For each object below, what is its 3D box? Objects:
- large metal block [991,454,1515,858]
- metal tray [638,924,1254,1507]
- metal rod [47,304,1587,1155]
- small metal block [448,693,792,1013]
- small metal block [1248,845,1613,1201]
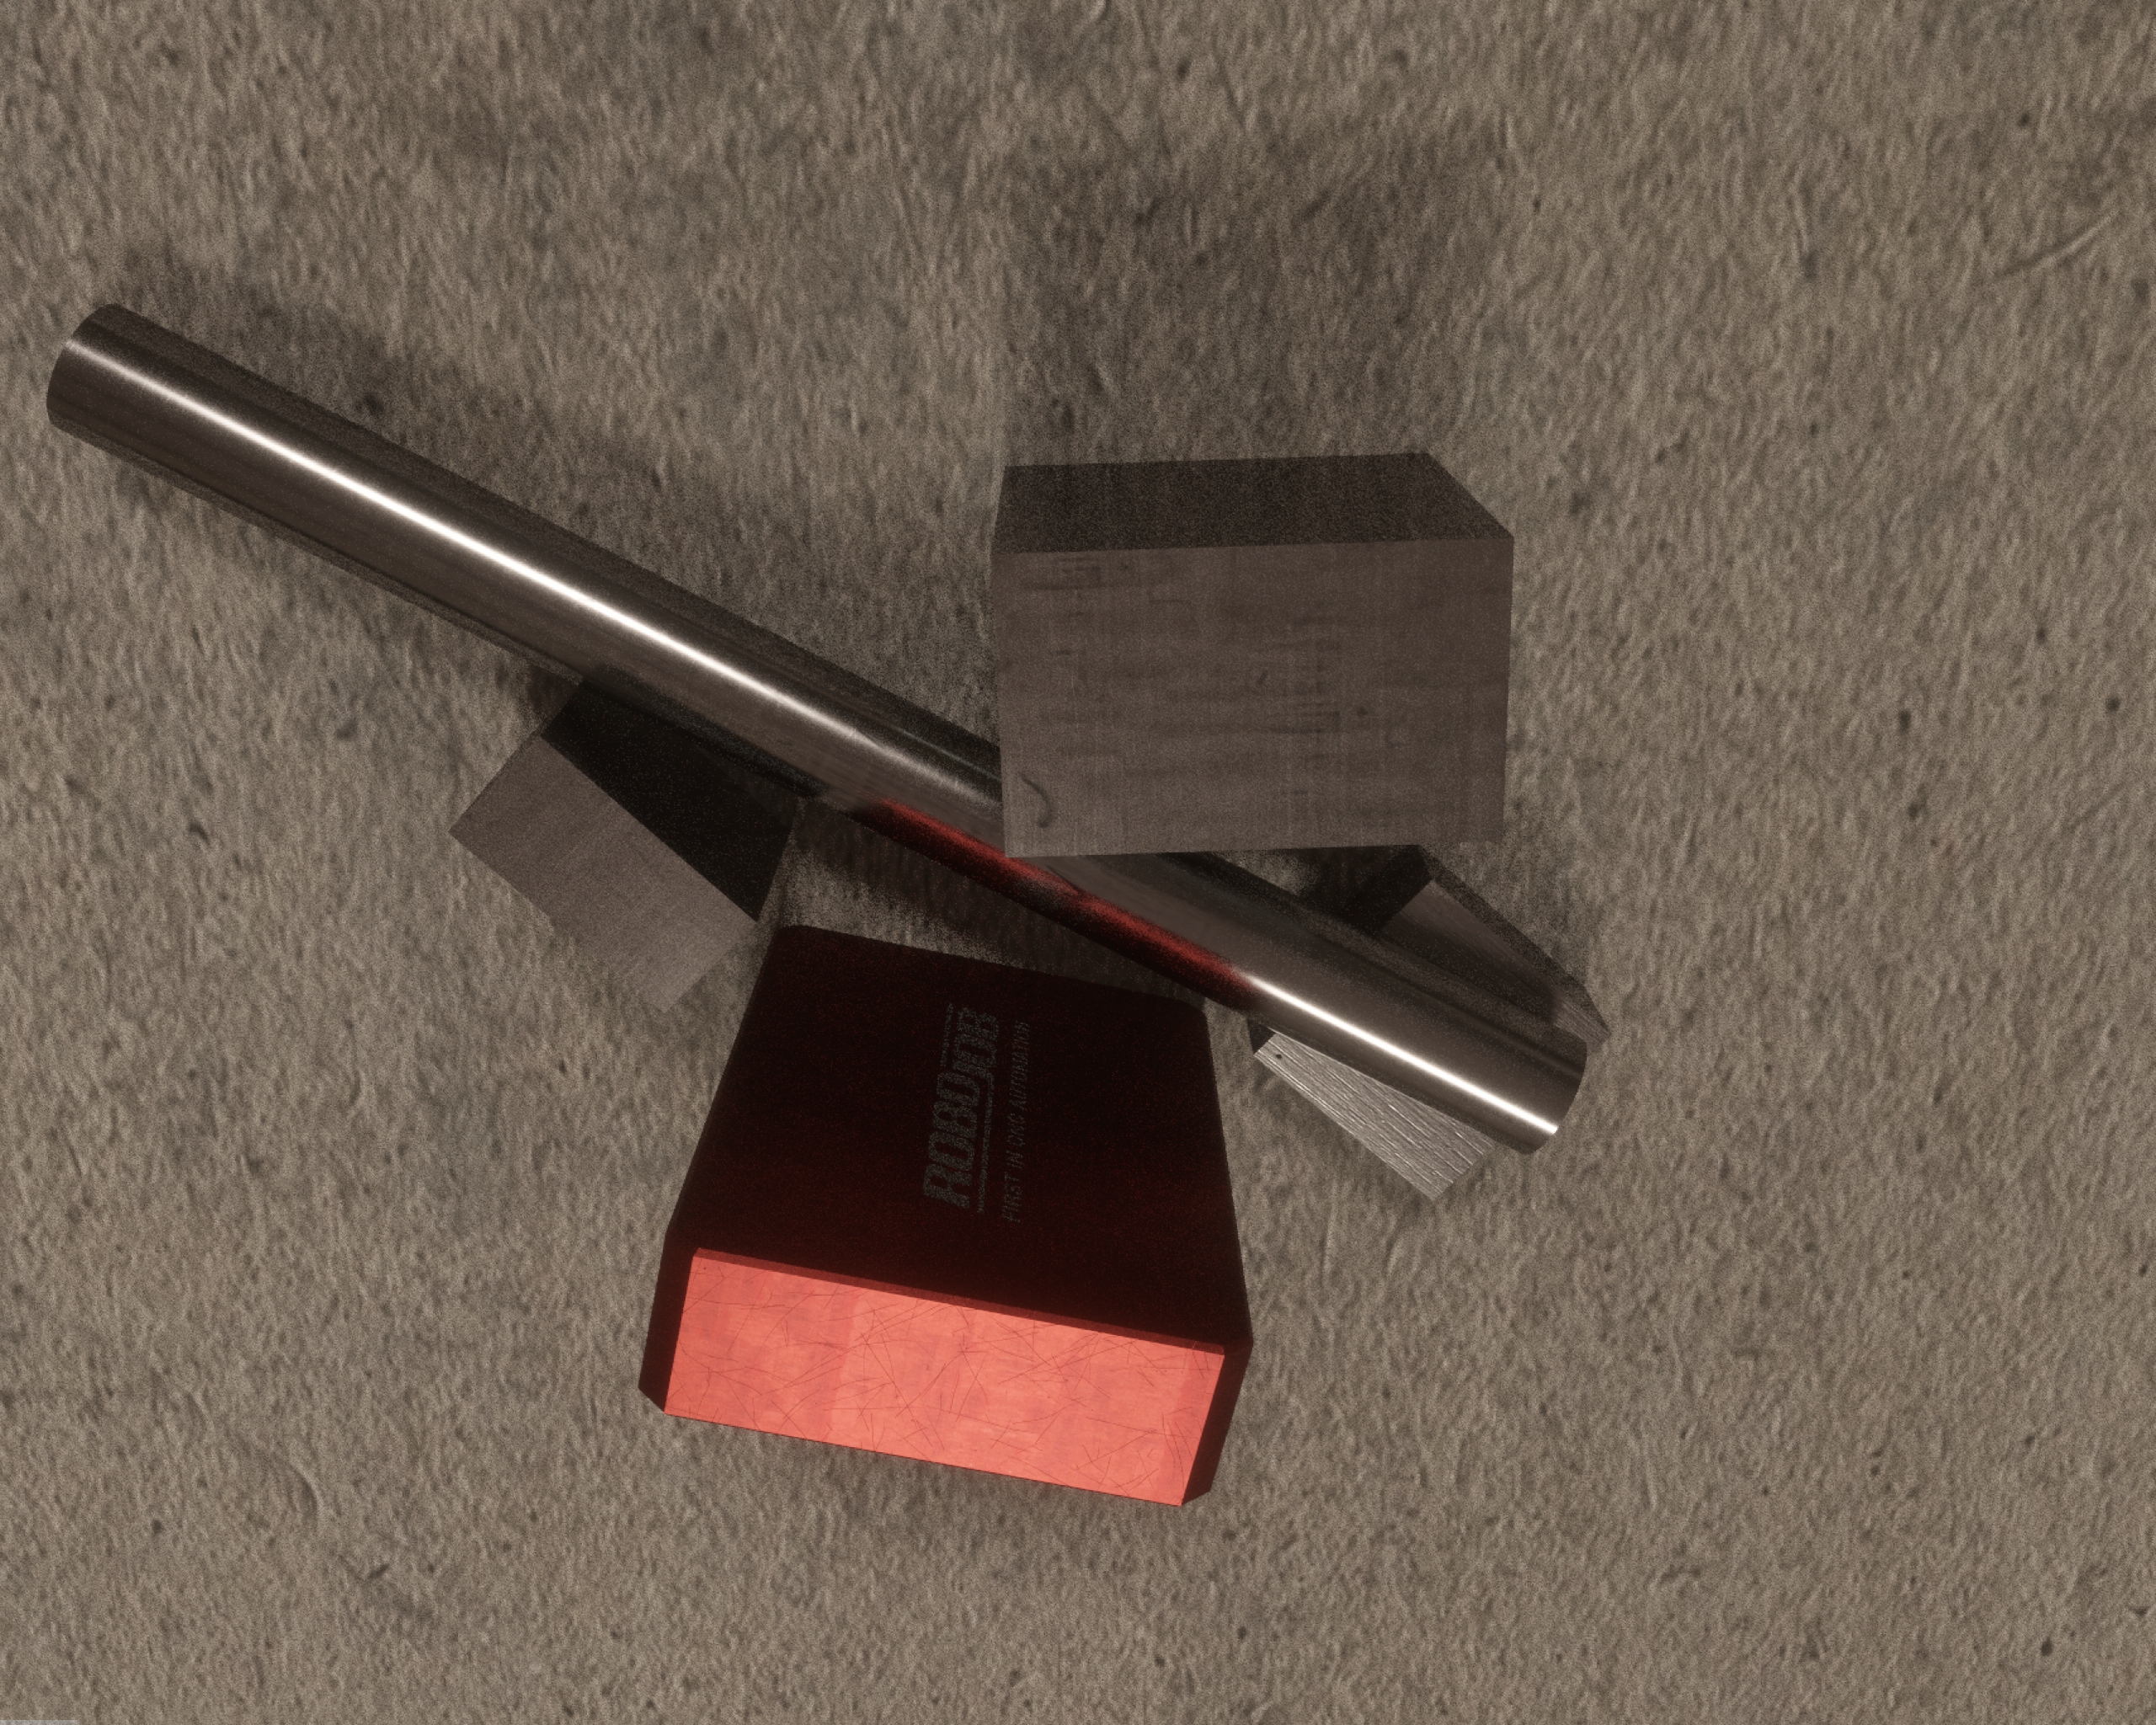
[{"bbox_3d":[0.027,-0.039,0.366,0.081,0.080,0.050,-2,110,0],"label":"large metal block"},{"bbox_3d":[-0.020,0.056,0.376,0.091,0.130,0.030,12,110,-5],"label":"metal tray"},{"bbox_3d":[-0.044,-0.022,0.388,0.301,0.025,0.025,27,108,-5],"label":"metal rod"},{"bbox_3d":[-0.084,-0.006,0.394,0.050,0.050,0.025,43,104,-14],"label":"small metal block"},{"bbox_3d":[0.070,0.032,0.424,0.050,0.025,0.050,40,105,-14],"label":"small metal block"}]
